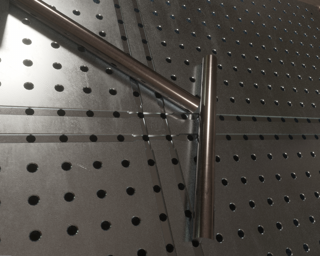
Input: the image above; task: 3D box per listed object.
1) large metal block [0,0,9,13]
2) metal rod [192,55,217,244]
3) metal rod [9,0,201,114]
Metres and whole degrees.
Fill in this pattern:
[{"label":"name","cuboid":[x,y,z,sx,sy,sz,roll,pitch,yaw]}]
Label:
[{"label":"large metal block","cuboid":[-0.226,-0.176,0.358,0.081,0.080,0.050,-33,81,-38]},{"label":"metal rod","cuboid":[0.067,0.007,0.441,0.025,0.025,0.300,20,54,-17]},{"label":"metal rod","cuboid":[-0.075,-0.107,0.434,0.301,0.025,0.025,31,52,-9]}]
